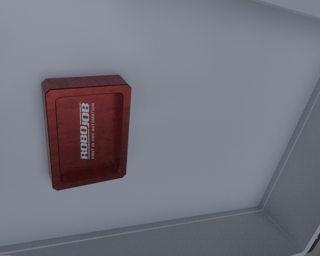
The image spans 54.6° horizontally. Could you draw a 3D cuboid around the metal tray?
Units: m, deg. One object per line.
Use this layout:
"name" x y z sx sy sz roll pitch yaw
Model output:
"metal tray" -0.084 0.006 0.362 0.091 0.030 0.129 -8 122 -24
